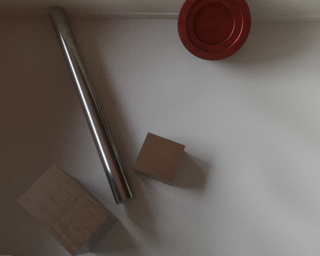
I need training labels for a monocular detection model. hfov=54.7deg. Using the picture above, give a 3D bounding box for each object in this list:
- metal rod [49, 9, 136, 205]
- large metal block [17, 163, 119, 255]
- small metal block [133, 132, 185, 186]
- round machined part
[{"bbox_3d":[-0.098,-0.042,0.423,0.025,0.025,0.299,-21,72,-8],"label":"metal rod"},{"bbox_3d":[-0.097,0.092,0.345,0.080,0.080,0.050,39,75,12],"label":"large metal block"},{"bbox_3d":[-0.001,0.040,0.395,0.050,0.025,0.050,20,71,7],"label":"small metal block"},{"bbox_3d":[0.076,-0.147,0.439,0.099,0.042,0.097,2,107,8],"label":"round machined part"}]
